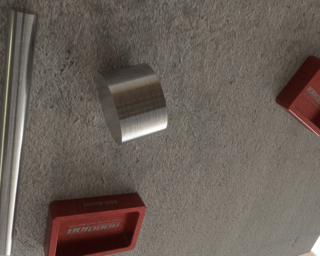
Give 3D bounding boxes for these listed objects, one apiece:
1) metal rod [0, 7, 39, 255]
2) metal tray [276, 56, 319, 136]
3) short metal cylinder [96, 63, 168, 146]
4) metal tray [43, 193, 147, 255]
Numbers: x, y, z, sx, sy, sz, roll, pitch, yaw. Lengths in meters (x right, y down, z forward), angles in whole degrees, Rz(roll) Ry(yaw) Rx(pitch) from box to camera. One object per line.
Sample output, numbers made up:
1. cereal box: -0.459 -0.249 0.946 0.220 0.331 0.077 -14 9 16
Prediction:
1. metal rod: -0.161 0.026 0.335 0.025 0.025 0.298 3 117 -30
2. metal tray: 0.261 -0.049 0.518 0.131 0.030 0.090 27 103 -38
3. short metal cylinder: -0.032 -0.026 0.339 0.050 0.080 0.079 -18 126 -19
4. metal tray: -0.092 0.142 0.442 0.131 0.030 0.089 1 118 -29
